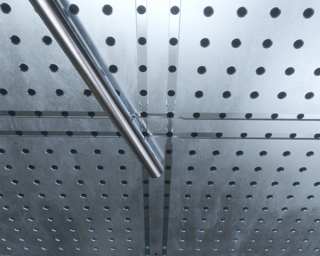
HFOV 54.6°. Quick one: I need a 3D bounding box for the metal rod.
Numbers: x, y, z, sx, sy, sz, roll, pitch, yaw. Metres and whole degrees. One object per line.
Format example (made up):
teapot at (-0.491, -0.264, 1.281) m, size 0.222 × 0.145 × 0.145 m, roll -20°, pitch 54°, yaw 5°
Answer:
metal rod at (-0.065, -0.039, 0.377) m, size 0.025 × 0.025 × 0.299 m, roll -18°, pitch 128°, yaw 15°
